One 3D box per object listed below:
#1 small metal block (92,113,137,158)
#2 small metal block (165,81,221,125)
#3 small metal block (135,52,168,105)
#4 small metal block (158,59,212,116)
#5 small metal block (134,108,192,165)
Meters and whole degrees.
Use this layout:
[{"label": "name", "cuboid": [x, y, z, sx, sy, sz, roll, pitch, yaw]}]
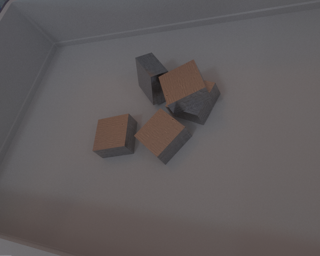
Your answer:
[{"label": "small metal block", "cuboid": [-0.062, 0.011, 0.431, 0.050, 0.025, 0.050, -10, 57, 23]}, {"label": "small metal block", "cuboid": [0.043, -0.037, 0.406, 0.050, 0.025, 0.050, 19, 72, 35]}, {"label": "small metal block", "cuboid": [-0.010, -0.069, 0.434, 0.025, 0.050, 0.050, -22, 49, -16]}, {"label": "small metal block", "cuboid": [0.031, -0.051, 0.389, 0.050, 0.025, 0.050, -25, 53, 13]}, {"label": "small metal block", "cuboid": [0.004, 0.010, 0.398, 0.050, 0.025, 0.050, -47, 51, -5]}]
